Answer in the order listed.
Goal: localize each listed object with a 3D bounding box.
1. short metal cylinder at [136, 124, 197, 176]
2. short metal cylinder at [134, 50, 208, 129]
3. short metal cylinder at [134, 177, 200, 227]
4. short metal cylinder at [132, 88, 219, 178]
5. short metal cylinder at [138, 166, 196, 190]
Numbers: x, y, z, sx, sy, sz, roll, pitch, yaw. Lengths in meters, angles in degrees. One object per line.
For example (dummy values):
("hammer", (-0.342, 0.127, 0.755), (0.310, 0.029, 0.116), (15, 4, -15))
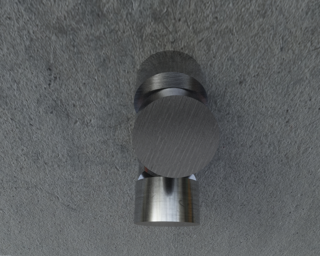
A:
("short metal cylinder", (0.011, 0.017, 0.388), (0.081, 0.080, 0.050), (1, 130, -1))
("short metal cylinder", (0.012, -0.042, 0.357), (0.081, 0.050, 0.079), (0, 130, 0))
("short metal cylinder", (0.009, 0.094, 0.385), (0.080, 0.050, 0.080), (1, 158, 1))
("short metal cylinder", (0.014, 0.003, 0.310), (0.081, 0.050, 0.079), (0, 105, -1))
("short metal cylinder", (0.010, 0.061, 0.444), (0.081, 0.050, 0.079), (0, 130, 0))
